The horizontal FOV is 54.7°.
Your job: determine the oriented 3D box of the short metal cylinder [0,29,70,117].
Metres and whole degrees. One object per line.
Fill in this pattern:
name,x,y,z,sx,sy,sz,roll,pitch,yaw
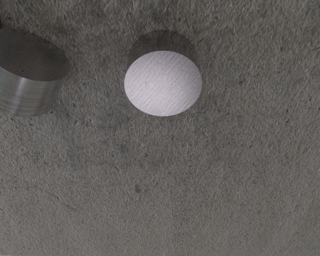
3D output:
short metal cylinder,-0.142,-0.057,0.321,0.080,0.080,0.050,24,126,-19

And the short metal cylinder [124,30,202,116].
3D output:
short metal cylinder,0.003,-0.060,0.340,0.081,0.050,0.079,0,130,0
